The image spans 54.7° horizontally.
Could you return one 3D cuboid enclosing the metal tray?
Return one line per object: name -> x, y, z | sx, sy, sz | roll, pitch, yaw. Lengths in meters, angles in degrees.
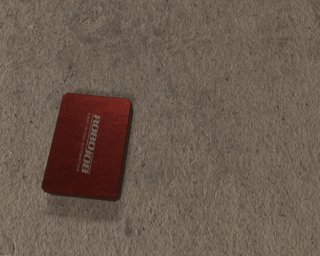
metal tray -> -0.088, 0.023, 0.396 | 0.091, 0.030, 0.130 | 6, 70, 1
